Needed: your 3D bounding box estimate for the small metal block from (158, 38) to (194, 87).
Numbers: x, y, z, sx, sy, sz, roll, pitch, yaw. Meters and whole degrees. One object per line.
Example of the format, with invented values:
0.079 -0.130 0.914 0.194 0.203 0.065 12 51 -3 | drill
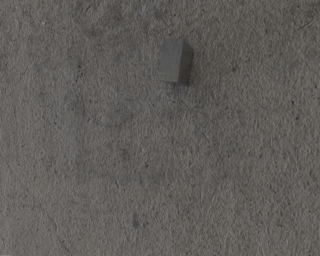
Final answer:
0.021 -0.080 0.389 0.025 0.050 0.050 8 93 20 | small metal block
